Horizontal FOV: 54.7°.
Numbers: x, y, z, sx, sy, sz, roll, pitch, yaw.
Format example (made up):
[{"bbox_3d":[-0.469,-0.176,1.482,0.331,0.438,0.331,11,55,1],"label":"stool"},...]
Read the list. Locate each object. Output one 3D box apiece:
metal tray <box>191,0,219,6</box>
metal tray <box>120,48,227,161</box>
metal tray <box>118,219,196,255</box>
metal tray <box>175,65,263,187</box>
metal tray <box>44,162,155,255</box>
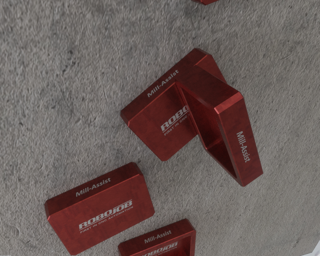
[{"bbox_3d":[0.064,-0.204,0.311,0.091,0.030,0.129,-26,128,-13],"label":"metal tray"},{"bbox_3d":[0.026,-0.027,0.401,0.130,0.030,0.090,-41,130,-1],"label":"metal tray"},{"bbox_3d":[-0.003,0.218,0.536,0.131,0.030,0.089,-14,125,-21],"label":"metal tray"},{"bbox_3d":[0.070,-0.001,0.362,0.030,0.090,0.130,-33,129,-7],"label":"metal tray"},{"bbox_3d":[-0.079,0.112,0.430,0.131,0.030,0.090,-24,127,-14],"label":"metal tray"}]
